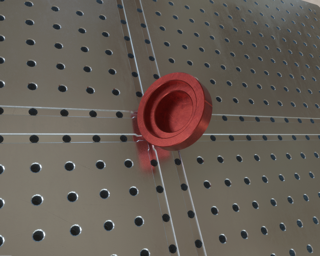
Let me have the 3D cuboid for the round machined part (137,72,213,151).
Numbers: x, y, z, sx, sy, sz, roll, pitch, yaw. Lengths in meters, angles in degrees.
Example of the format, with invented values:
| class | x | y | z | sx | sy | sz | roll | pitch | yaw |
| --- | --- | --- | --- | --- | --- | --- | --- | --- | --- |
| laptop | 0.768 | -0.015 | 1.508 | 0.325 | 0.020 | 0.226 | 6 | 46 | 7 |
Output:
| class | x | y | z | sx | sy | sz | roll | pitch | yaw |
| --- | --- | --- | --- | --- | --- | --- | --- | --- | --- |
| round machined part | 0.022 | -0.018 | 0.396 | 0.042 | 0.098 | 0.098 | 28 | 44 | -52 |
